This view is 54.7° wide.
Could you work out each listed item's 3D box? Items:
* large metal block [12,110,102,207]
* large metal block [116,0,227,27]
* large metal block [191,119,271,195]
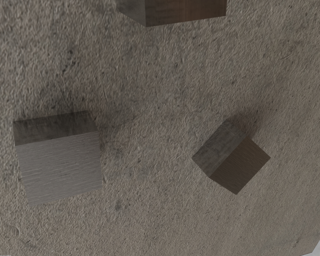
[{"bbox_3d":[-0.113,0.032,0.349,0.081,0.050,0.079,-11,123,-23],"label":"large metal block"},{"bbox_3d":[0.007,-0.135,0.292,0.081,0.080,0.050,-15,125,-20],"label":"large metal block"},{"bbox_3d":[0.110,0.046,0.480,0.080,0.050,0.080,-49,129,7],"label":"large metal block"}]
